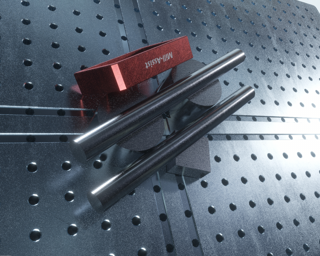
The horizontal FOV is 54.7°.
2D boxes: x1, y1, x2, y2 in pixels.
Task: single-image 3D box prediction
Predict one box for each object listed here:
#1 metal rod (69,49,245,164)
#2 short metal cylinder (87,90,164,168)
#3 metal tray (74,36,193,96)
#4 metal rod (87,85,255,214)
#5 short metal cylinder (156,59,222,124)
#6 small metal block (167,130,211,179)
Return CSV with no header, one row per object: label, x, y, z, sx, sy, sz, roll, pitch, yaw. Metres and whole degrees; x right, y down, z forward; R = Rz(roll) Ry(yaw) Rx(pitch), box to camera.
metal rod,0.021,-0.044,0.382,0.302,0.025,0.025,-34,81,-38
short metal cylinder,-0.042,0.001,0.370,0.081,0.050,0.080,14,56,-21
metal tray,-0.031,-0.081,0.398,0.131,0.090,0.030,-33,112,-38
metal rod,0.038,0.008,0.391,0.302,0.025,0.025,-33,80,-38
short metal cylinder,0.041,-0.053,0.449,0.081,0.050,0.080,14,56,-21
small metal block,0.037,0.035,0.407,0.050,0.025,0.050,14,56,-21
